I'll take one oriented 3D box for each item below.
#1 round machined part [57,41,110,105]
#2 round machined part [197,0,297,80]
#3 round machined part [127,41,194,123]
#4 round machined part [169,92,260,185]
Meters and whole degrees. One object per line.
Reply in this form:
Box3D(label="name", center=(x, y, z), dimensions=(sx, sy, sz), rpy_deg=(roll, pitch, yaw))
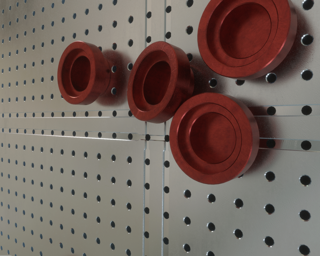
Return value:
Box3D(label="round machined part", center=(-0.117, -0.085, 0.492), dimensions=(0.098, 0.042, 0.097), rpy_deg=(0, 90, 39))
Box3D(label="round machined part", center=(0.091, -0.098, 0.322), dimensions=(0.098, 0.042, 0.097), rpy_deg=(0, 90, 39))
Box3D(label="round machined part", center=(0.004, -0.053, 0.383), dimensions=(0.098, 0.042, 0.098), rpy_deg=(-17, 68, 48))
Box3D(label="round machined part", center=(0.062, 0.010, 0.343), dimensions=(0.098, 0.042, 0.097), rpy_deg=(2, 93, 36))
